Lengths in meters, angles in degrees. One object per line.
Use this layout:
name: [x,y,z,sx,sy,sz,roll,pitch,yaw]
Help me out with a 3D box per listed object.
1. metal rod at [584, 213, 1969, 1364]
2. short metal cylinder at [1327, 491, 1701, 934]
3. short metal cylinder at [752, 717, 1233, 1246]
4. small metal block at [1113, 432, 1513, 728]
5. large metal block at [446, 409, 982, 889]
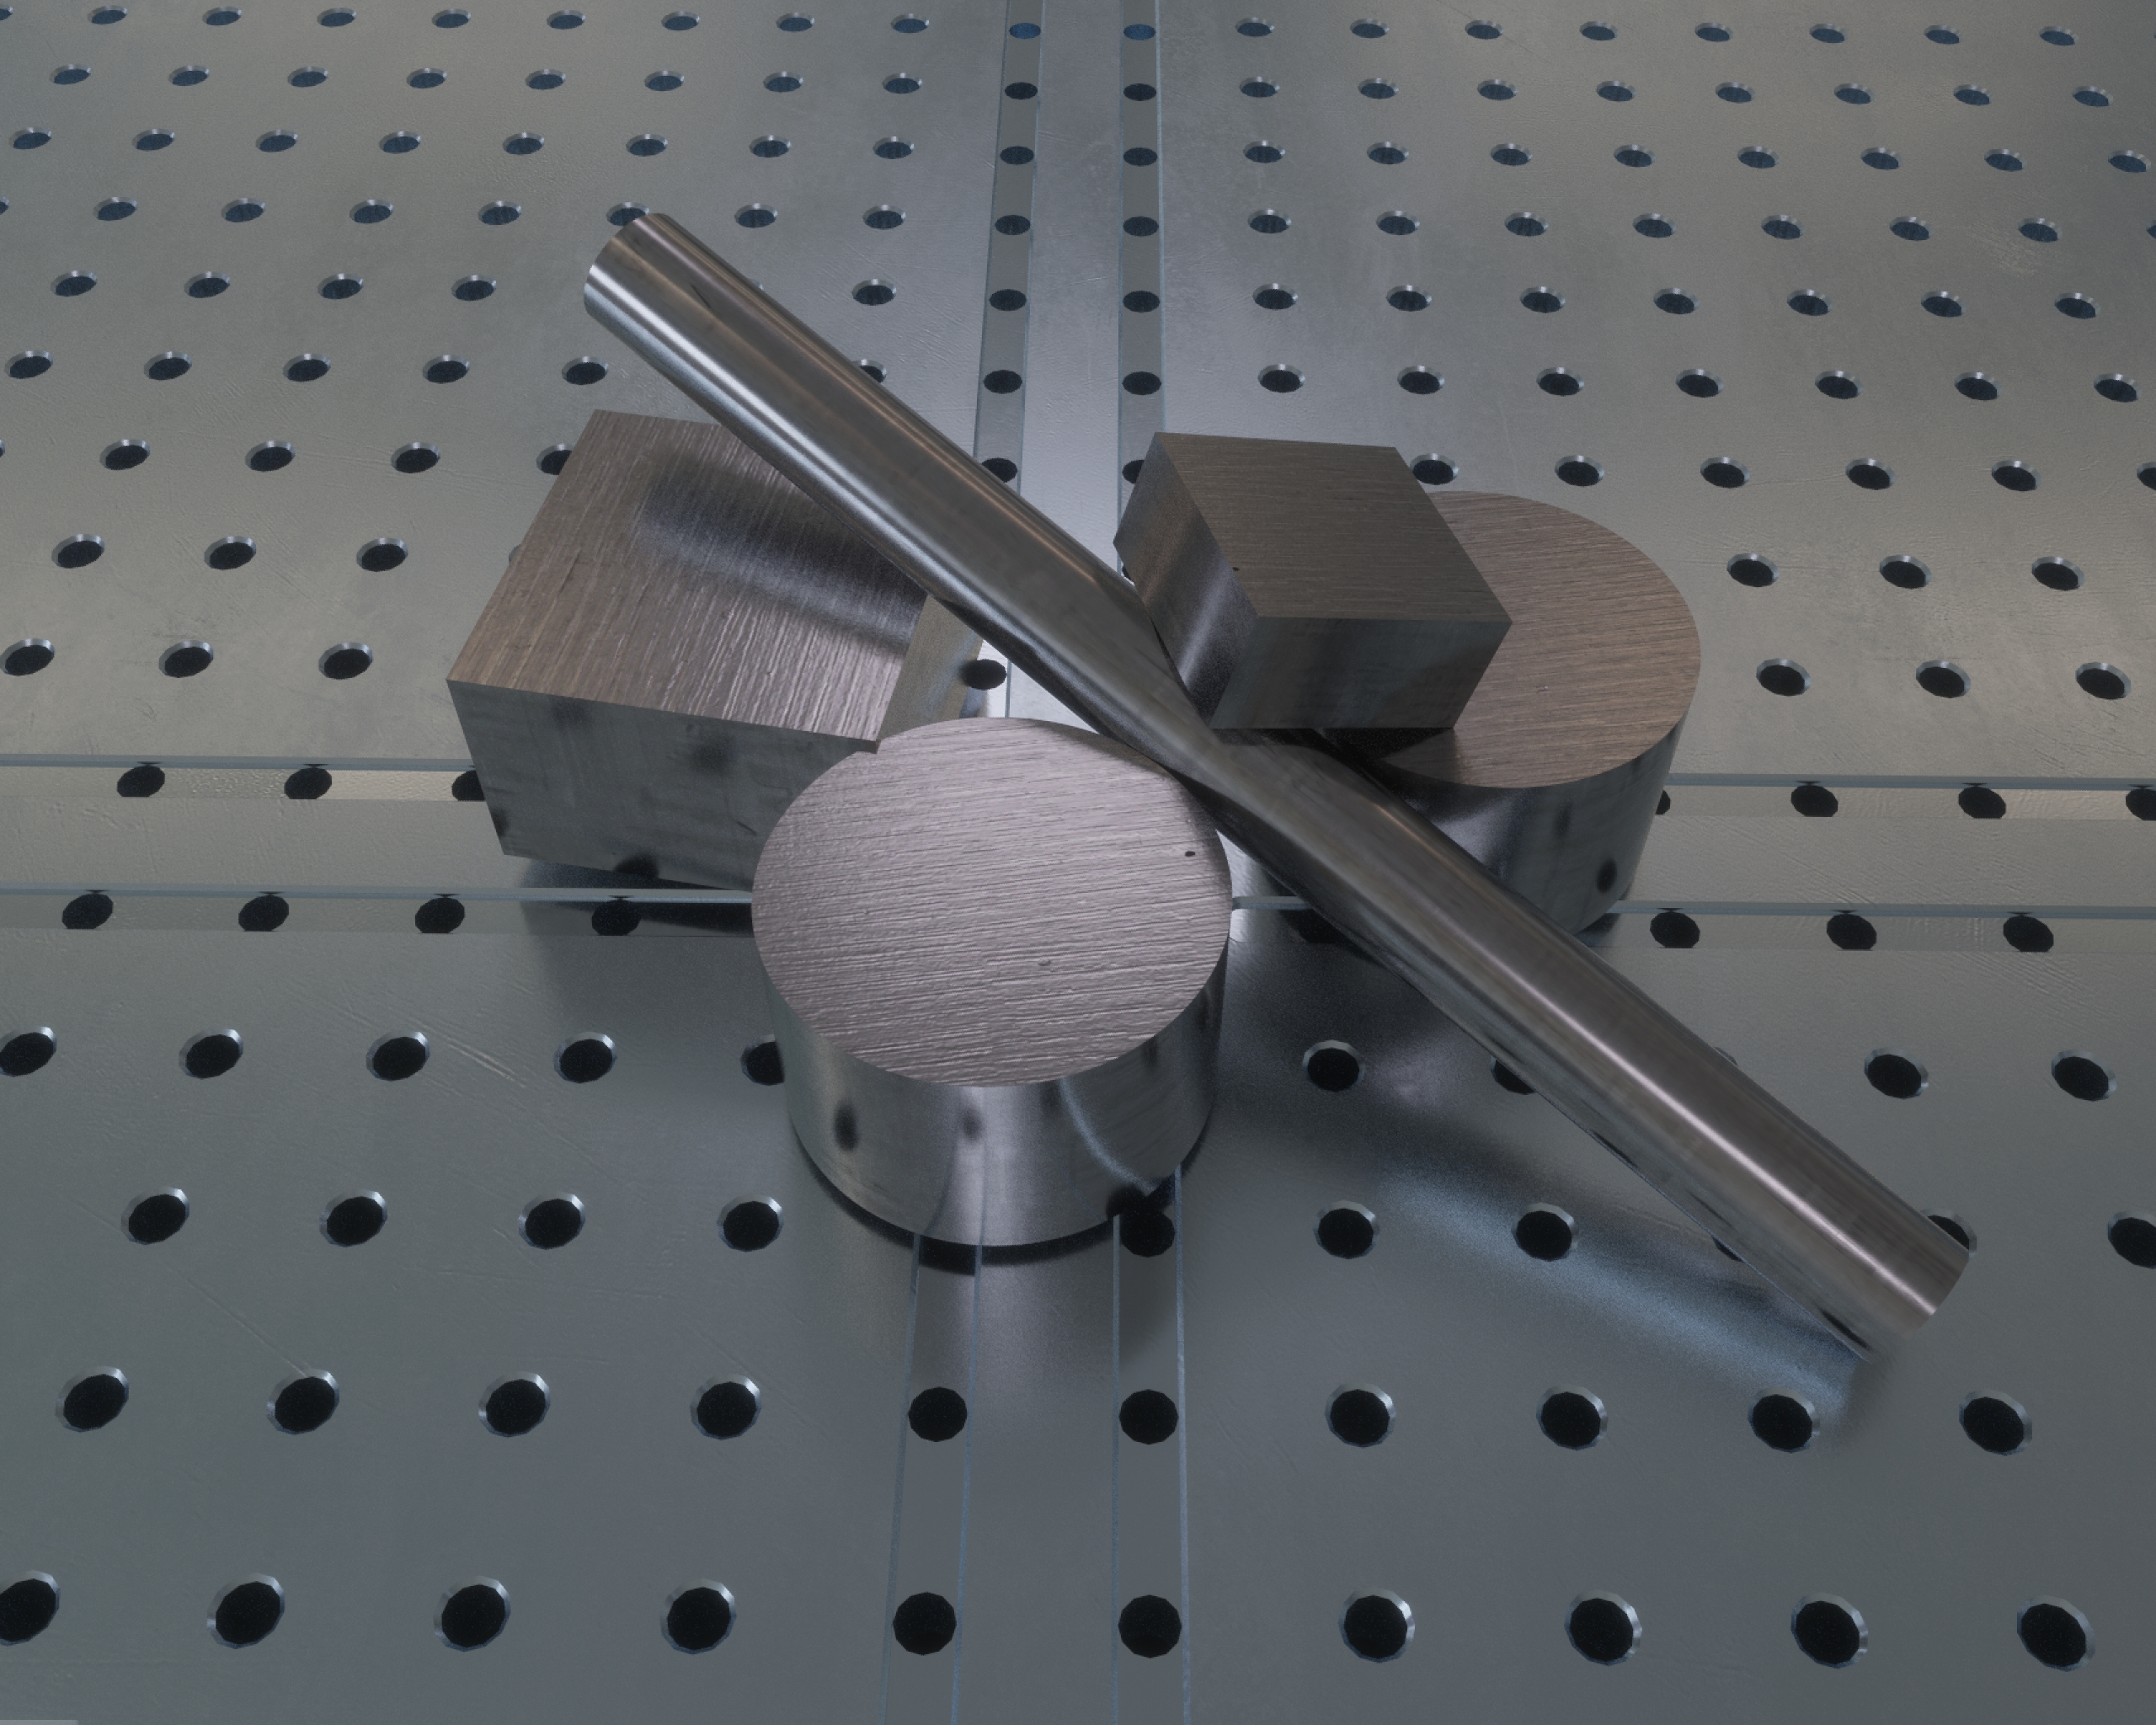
metal rod: [0.026,-0.021,0.375,0.300,0.025,0.025,40,60,12]
short metal cylinder: [0.076,-0.028,0.411,0.081,0.050,0.080,0,50,0]
short metal cylinder: [-0.014,0.020,0.369,0.081,0.050,0.080,0,50,0]
small metal block: [0.041,-0.050,0.371,0.050,0.025,0.050,-2,47,-25]
large metal block: [-0.068,-0.042,0.419,0.080,0.050,0.080,9,51,7]
